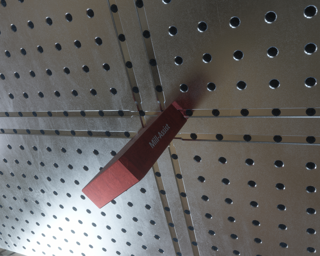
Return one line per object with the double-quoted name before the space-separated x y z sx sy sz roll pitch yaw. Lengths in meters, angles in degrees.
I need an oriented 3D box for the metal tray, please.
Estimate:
"metal tray" -0.027 0.030 0.375 0.030 0.131 0.090 47 129 -4
